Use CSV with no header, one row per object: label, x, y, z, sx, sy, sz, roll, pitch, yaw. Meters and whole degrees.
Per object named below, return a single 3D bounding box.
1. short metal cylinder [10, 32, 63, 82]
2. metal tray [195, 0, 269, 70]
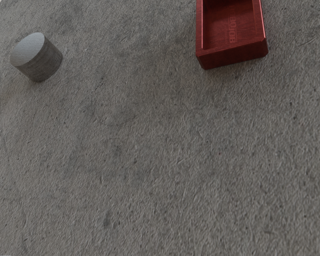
short metal cylinder,-0.235,-0.134,0.591,0.080,0.050,0.080,-13,56,20
metal tray,0.099,-0.150,0.439,0.090,0.030,0.130,-9,58,23
